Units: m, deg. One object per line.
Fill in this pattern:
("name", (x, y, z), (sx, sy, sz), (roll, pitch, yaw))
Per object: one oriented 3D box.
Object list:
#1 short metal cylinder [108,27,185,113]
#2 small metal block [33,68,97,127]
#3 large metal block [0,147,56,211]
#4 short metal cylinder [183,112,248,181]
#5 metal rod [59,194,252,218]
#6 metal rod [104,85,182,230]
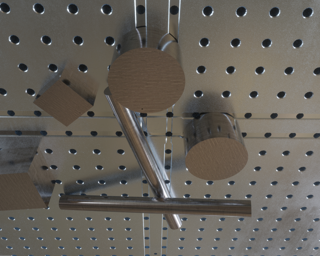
("short metal cylinder", (-0.014, -0.063, 0.341), (0.081, 0.050, 0.079), (0, 130, 0))
("small metal block", (-0.116, -0.036, 0.380), (0.050, 0.025, 0.050), (-33, 123, 25))
("large metal block", (-0.212, 0.076, 0.458), (0.080, 0.050, 0.080), (-4, 130, 3))
("short metal cylinder", (0.073, 0.026, 0.418), (0.081, 0.050, 0.079), (0, 130, 0))
("metal rod", (-0.015, 0.120, 0.482), (0.301, 0.025, 0.025), (-1, 131, 13))
("metal rod", (-0.014, 0.062, 0.464), (0.025, 0.025, 0.299), (-13, 129, 10))
